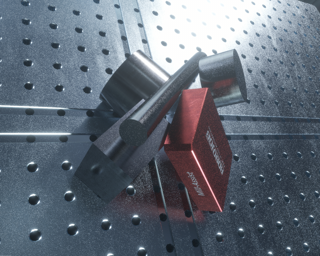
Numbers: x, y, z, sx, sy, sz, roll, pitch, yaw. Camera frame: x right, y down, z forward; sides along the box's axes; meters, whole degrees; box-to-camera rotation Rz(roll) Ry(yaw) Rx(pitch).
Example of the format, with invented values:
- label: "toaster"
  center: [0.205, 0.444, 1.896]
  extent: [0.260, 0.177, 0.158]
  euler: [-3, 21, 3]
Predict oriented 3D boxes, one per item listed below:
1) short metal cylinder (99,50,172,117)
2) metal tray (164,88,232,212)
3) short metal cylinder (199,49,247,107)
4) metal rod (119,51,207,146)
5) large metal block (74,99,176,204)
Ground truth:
- label: "short metal cylinder"
  center: [-0.030, -0.051, 0.388]
  extent: [0.050, 0.080, 0.080]
  euler: [40, 51, -2]
- label: "metal tray"
  center: [0.052, 0.028, 0.366]
  extent: [0.130, 0.030, 0.090]
  euler: [61, 37, -41]
- label: "short metal cylinder"
  center: [0.096, -0.073, 0.465]
  extent: [0.080, 0.050, 0.080]
  euler: [40, 45, -55]
- label: "metal rod"
  center: [0.023, -0.056, 0.387]
  extent: [0.025, 0.025, 0.301]
  euler: [40, 30, -2]
- label: "large metal block"
  center: [-0.038, 0.026, 0.337]
  extent: [0.050, 0.080, 0.080]
  euler: [43, 51, 1]
